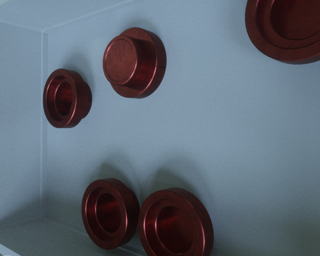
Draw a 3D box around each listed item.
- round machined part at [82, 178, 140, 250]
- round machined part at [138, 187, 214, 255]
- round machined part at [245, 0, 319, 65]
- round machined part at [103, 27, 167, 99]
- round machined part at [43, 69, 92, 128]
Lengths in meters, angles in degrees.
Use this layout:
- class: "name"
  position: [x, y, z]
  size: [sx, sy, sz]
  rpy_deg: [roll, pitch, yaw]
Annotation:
- class: "round machined part"
  position: [-0.067, 0.121, 0.452]
  size: [0.098, 0.042, 0.097]
  rpy_deg: [0, 90, 40]
- class: "round machined part"
  position: [0.023, 0.121, 0.377]
  size: [0.098, 0.042, 0.097]
  rpy_deg: [0, 90, 40]
- class: "round machined part"
  position: [0.134, -0.107, 0.285]
  size: [0.098, 0.042, 0.097]
  rpy_deg: [0, 90, 40]
- class: "round machined part"
  position: [-0.042, -0.091, 0.431]
  size: [0.098, 0.042, 0.097]
  rpy_deg: [0, 90, 40]
- class: "round machined part"
  position: [-0.152, -0.048, 0.522]
  size: [0.098, 0.042, 0.097]
  rpy_deg: [0, 90, 40]
